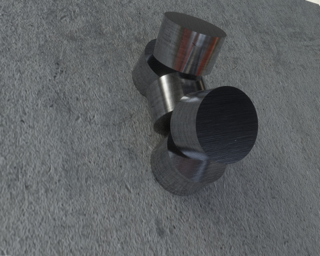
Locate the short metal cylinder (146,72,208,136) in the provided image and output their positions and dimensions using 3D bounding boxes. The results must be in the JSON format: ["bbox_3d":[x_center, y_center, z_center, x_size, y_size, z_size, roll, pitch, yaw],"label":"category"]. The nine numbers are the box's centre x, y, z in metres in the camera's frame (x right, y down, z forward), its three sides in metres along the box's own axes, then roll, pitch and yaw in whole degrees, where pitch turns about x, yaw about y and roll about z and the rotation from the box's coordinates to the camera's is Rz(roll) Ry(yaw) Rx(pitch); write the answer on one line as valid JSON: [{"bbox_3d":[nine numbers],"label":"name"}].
[{"bbox_3d":[0.026,-0.030,0.403,0.081,0.080,0.050,1,61,-28],"label":"short metal cylinder"}]

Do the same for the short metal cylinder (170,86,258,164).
[{"bbox_3d":[0.059,-0.003,0.338,0.081,0.050,0.080,0,90,-27],"label":"short metal cylinder"}]

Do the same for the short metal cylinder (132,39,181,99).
[{"bbox_3d":[0.006,-0.080,0.442,0.081,0.050,0.080,14,56,-21],"label":"short metal cylinder"}]

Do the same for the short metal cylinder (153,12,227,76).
[{"bbox_3d":[0.036,-0.107,0.391,0.081,0.050,0.080,15,32,-9],"label":"short metal cylinder"}]

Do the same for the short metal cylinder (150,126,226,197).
[{"bbox_3d":[0.034,0.039,0.384,0.081,0.050,0.080,14,56,-21],"label":"short metal cylinder"}]
